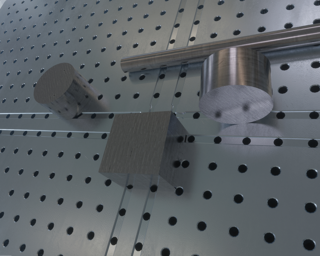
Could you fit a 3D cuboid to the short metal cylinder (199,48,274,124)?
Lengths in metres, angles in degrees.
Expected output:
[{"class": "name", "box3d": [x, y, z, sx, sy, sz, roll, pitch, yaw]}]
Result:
[{"class": "short metal cylinder", "box3d": [0.086, -0.046, 0.356, 0.080, 0.080, 0.050, -7, 59, 25]}]

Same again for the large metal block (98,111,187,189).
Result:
[{"class": "large metal block", "box3d": [-0.019, 0.028, 0.385, 0.080, 0.050, 0.080, -2, 61, 27]}]

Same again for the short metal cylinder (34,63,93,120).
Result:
[{"class": "short metal cylinder", "box3d": [-0.159, -0.061, 0.513, 0.080, 0.050, 0.080, -13, 56, 21]}]

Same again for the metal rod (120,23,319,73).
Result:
[{"class": "metal rod", "box3d": [0.078, -0.109, 0.433, 0.300, 0.025, 0.025, -3, 60, 26]}]
